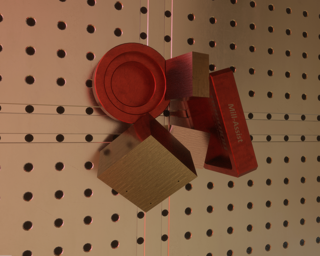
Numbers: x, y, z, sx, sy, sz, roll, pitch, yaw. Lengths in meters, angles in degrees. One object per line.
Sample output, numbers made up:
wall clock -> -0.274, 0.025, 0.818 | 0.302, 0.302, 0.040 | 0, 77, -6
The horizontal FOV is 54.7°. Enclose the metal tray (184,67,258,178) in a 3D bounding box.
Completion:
metal tray -> 0.074, -0.006, 0.407 | 0.030, 0.090, 0.129 | -19, 97, -19

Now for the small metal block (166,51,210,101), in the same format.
small metal block -> 0.032, -0.059, 0.368 | 0.025, 0.050, 0.050 | 0, 89, -35

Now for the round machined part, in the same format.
round machined part -> -0.036, -0.054, 0.391 | 0.099, 0.042, 0.097 | 0, 90, -21

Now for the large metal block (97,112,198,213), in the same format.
large metal block -> -0.016, 0.042, 0.370 | 0.080, 0.050, 0.080 | -38, 118, 16

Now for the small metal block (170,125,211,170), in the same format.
small metal block -> 0.037, 0.026, 0.422 | 0.050, 0.025, 0.050 | 12, 90, -9
